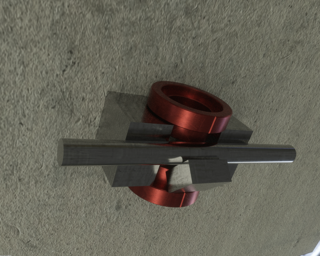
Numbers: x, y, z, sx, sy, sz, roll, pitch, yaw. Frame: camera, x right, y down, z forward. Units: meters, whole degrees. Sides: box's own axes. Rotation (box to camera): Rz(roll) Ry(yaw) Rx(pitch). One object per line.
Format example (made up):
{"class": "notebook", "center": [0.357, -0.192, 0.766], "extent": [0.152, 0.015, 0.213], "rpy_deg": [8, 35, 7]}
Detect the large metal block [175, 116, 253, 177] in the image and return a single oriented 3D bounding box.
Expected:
{"class": "large metal block", "center": [0.067, 0.018, 0.421], "extent": [0.050, 0.080, 0.079], "rpy_deg": [4, 117, -30]}

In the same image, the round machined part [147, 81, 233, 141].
{"class": "round machined part", "center": [0.032, -0.017, 0.368], "extent": [0.099, 0.098, 0.042], "rpy_deg": [4, 118, -30]}

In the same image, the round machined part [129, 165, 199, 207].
{"class": "round machined part", "center": [0.008, 0.056, 0.400], "extent": [0.099, 0.098, 0.042], "rpy_deg": [4, 111, -31]}

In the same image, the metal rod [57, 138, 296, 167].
{"class": "metal rod", "center": [0.044, 0.028, 0.346], "extent": [0.302, 0.025, 0.025], "rpy_deg": [3, 117, -30]}

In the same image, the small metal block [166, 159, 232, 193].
{"class": "small metal block", "center": [0.042, 0.054, 0.343], "extent": [0.050, 0.025, 0.050], "rpy_deg": [2, 158, -28]}

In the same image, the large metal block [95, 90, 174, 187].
{"class": "large metal block", "center": [-0.035, 0.011, 0.360], "extent": [0.050, 0.080, 0.079], "rpy_deg": [4, 116, -31]}
